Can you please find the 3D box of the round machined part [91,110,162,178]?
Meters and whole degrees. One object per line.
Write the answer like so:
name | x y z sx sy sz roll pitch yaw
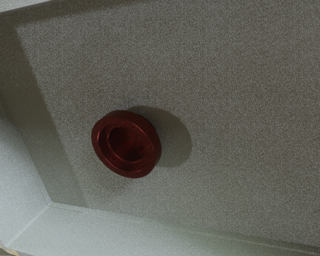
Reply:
round machined part | -0.042 0.018 0.430 0.098 0.042 0.097 13 124 20
